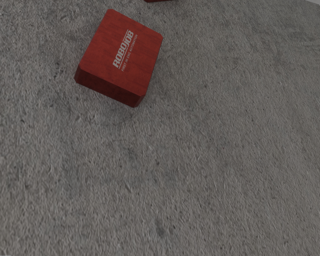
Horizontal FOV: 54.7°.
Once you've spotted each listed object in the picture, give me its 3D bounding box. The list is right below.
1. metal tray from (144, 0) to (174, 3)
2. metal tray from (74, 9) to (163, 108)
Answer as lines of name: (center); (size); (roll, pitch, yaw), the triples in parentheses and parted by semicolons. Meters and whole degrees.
metal tray: (-0.020, -0.291, 0.567); (0.091, 0.030, 0.130); (-23, 74, -36)
metal tray: (-0.053, -0.100, 0.433); (0.090, 0.030, 0.130); (24, 53, -14)
